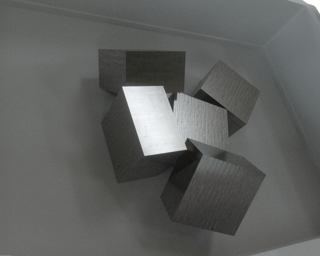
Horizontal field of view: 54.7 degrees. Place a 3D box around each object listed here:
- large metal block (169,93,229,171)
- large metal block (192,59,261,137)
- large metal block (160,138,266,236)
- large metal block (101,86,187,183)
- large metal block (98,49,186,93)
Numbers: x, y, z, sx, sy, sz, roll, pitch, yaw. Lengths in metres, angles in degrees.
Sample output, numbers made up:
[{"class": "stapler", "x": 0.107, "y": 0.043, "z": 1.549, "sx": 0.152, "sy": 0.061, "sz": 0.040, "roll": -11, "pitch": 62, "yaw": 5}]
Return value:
[{"class": "large metal block", "x": 0.042, "y": 0.008, "z": 0.408, "sx": 0.081, "sy": 0.050, "sz": 0.080, "roll": 18, "pitch": 55, "yaw": -19}, {"class": "large metal block", "x": 0.094, "y": -0.043, "z": 0.467, "sx": 0.080, "sy": 0.050, "sz": 0.080, "roll": 38, "pitch": 51, "yaw": -3}, {"class": "large metal block", "x": 0.058, "y": 0.067, "z": 0.352, "sx": 0.081, "sy": 0.080, "sz": 0.050, "roll": 19, "pitch": 12, "yaw": -19}, {"class": "large metal block", "x": -0.023, "y": 0.008, "z": 0.353, "sx": 0.050, "sy": 0.080, "sz": 0.080, "roll": -6, "pitch": 65, "yaw": -31}, {"class": "large metal block", "x": -0.025, "y": -0.073, "z": 0.394, "sx": 0.081, "sy": 0.080, "sz": 0.050, "roll": -8, "pitch": 108, "yaw": -31}]
